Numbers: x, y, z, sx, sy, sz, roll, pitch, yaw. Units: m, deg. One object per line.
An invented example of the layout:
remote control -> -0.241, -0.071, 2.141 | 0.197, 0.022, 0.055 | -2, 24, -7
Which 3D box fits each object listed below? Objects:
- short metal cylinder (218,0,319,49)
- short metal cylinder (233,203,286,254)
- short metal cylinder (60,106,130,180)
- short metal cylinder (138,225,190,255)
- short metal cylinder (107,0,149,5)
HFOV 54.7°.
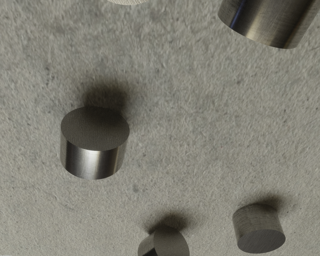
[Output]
short metal cylinder -> 0.099, -0.113, 0.276 | 0.081, 0.080, 0.050 | 12, 129, -11
short metal cylinder -> 0.172, 0.178, 0.545 | 0.081, 0.050, 0.079 | 0, 130, 0
short metal cylinder -> -0.082, 0.017, 0.385 | 0.081, 0.080, 0.050 | 10, 129, -9
short metal cylinder -> 0.007, 0.227, 0.565 | 0.080, 0.080, 0.050 | 28, 124, -22
short metal cylinder -> -0.027, -0.152, 0.261 | 0.081, 0.050, 0.079 | 0, 130, 0
